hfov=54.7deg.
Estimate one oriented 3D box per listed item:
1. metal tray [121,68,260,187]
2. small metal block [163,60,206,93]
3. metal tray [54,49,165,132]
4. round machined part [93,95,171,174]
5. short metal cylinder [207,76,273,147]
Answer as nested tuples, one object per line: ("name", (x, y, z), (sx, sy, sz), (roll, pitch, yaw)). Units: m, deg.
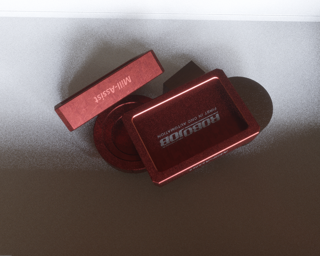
("metal tray", (0.034, -0.001, 0.356), (0.131, 0.030, 0.090), (-26, 71, -5))
("small metal block", (0.031, -0.055, 0.414), (0.050, 0.050, 0.025), (-41, 75, -15))
("metal tray", (-0.067, -0.048, 0.388), (0.131, 0.090, 0.030), (-35, 106, -13))
("round machined part", (-0.032, 0.010, 0.396), (0.099, 0.042, 0.098), (0, 70, -1))
("short metal cylinder", (0.098, -0.020, 0.402), (0.081, 0.050, 0.080), (0, 70, 0))
